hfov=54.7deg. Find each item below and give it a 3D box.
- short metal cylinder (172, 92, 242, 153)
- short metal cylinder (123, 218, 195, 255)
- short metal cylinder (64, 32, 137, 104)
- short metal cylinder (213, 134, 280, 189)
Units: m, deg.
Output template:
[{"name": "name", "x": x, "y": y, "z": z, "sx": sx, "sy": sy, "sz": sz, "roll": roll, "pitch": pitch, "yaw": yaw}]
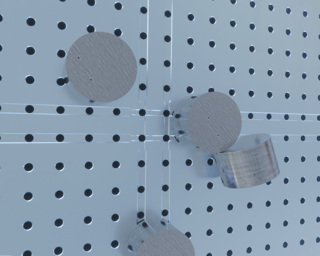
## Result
[{"name": "short metal cylinder", "x": 0.063, "y": -0.008, "z": 0.424, "sx": 0.081, "sy": 0.050, "sz": 0.079, "roll": 0, "pitch": 90, "yaw": -20}, {"name": "short metal cylinder", "x": -0.002, "y": 0.163, "z": 0.400, "sx": 0.081, "sy": 0.050, "sz": 0.079, "roll": 0, "pitch": 90, "yaw": -21}, {"name": "short metal cylinder", "x": -0.073, "y": -0.069, "z": 0.373, "sx": 0.081, "sy": 0.050, "sz": 0.079, "roll": 0, "pitch": 90, "yaw": -21}, {"name": "short metal cylinder", "x": 0.118, "y": 0.044, "z": 0.429, "sx": 0.081, "sy": 0.080, "sz": 0.050, "roll": -19, "pitch": 97, "yaw": -19}]
